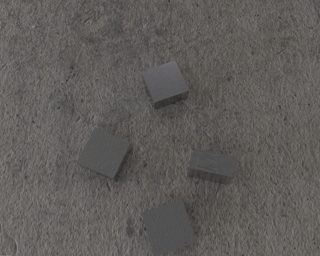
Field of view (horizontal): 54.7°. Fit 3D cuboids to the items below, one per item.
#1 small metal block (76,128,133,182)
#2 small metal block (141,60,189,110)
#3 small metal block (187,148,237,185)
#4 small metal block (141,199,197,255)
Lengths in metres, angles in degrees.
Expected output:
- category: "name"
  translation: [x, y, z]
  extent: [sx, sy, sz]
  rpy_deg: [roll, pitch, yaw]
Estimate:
- category: "small metal block"
  translation: [-0.069, 0.034, 0.395]
  extent: [0.050, 0.025, 0.050]
  rpy_deg: [22, 71, 7]
- category: "small metal block"
  translation: [0.007, -0.059, 0.430]
  extent: [0.050, 0.025, 0.050]
  rpy_deg: [-20, 71, -7]
- category: "small metal block"
  translation: [0.062, 0.048, 0.378]
  extent: [0.050, 0.050, 0.025]
  rpy_deg: [12, 71, 4]
- category: "small metal block"
  translation: [0.010, 0.117, 0.365]
  extent: [0.050, 0.025, 0.050]
  rpy_deg: [-16, 71, -6]
